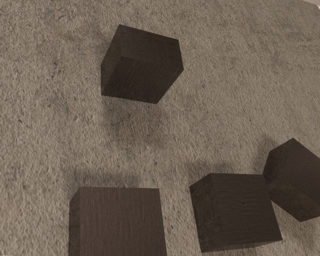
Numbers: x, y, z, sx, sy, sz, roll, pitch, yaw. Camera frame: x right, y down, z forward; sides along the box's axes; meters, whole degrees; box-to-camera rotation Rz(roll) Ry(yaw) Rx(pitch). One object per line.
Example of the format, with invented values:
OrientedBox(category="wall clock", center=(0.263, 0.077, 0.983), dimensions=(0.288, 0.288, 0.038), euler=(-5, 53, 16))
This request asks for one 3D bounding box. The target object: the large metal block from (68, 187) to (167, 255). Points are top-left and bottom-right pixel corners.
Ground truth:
OrientedBox(category="large metal block", center=(-0.043, 0.104, 0.302), dimensions=(0.081, 0.050, 0.080), euler=(7, 59, -25))

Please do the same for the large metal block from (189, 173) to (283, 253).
OrientedBox(category="large metal block", center=(0.089, 0.102, 0.376), dimensions=(0.081, 0.050, 0.080), euler=(6, 59, -26))

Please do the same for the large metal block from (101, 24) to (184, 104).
OrientedBox(category="large metal block", center=(-0.026, -0.079, 0.404), dimensions=(0.081, 0.080, 0.050), euler=(7, 59, -25))

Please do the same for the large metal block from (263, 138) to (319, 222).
OrientedBox(category="large metal block", center=(0.200, 0.075, 0.452), dimensions=(0.080, 0.050, 0.080), euler=(37, 51, -4))
